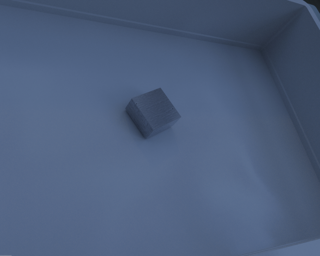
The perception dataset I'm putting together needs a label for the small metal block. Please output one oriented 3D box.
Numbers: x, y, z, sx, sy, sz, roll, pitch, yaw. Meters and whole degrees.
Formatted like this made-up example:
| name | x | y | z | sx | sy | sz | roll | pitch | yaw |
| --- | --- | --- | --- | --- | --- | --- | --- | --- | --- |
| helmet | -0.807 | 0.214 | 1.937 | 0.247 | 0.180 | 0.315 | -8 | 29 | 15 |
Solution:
| name | x | y | z | sx | sy | sz | roll | pitch | yaw |
| --- | --- | --- | --- | --- | --- | --- | --- | --- | --- |
| small metal block | -0.009 | -0.020 | 0.410 | 0.050 | 0.025 | 0.050 | -26 | 76 | -37 |
